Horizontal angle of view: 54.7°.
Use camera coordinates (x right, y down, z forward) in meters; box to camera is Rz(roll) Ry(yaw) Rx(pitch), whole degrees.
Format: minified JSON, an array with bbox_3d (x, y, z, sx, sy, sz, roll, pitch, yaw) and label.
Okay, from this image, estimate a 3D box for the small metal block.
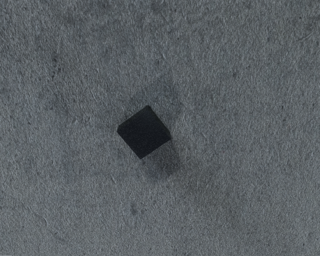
[{"bbox_3d":[-0.021,0.005,0.413,0.050,0.025,0.050,-35,107,11],"label":"small metal block"}]
